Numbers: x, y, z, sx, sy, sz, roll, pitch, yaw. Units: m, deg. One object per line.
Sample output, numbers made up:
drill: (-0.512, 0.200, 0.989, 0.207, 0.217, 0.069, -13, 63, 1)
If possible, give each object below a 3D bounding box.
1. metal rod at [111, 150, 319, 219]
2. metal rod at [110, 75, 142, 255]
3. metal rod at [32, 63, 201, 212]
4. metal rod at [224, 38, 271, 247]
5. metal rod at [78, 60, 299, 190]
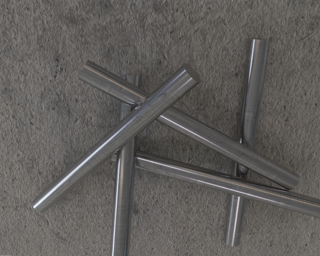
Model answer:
metal rod: (0.083, 0.072, 0.413, 0.301, 0.025, 0.025, 15, 110, 3)
metal rod: (-0.047, 0.083, 0.398, 0.025, 0.025, 0.298, 4, 95, -2)
metal rod: (-0.070, 0.028, 0.381, 0.025, 0.025, 0.299, 43, 119, -14)
metal rod: (0.115, 0.033, 0.422, 0.025, 0.025, 0.298, 2, 110, -1)
metal rod: (0.044, 0.002, 0.381, 0.301, 0.025, 0.025, 28, 108, -11)
